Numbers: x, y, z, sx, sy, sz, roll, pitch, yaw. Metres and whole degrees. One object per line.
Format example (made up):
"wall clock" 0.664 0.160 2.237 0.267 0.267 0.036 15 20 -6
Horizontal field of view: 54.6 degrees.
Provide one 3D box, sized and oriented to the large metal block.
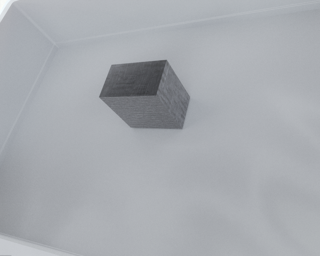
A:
"large metal block" -0.017 -0.040 0.402 0.080 0.080 0.050 1 63 28
